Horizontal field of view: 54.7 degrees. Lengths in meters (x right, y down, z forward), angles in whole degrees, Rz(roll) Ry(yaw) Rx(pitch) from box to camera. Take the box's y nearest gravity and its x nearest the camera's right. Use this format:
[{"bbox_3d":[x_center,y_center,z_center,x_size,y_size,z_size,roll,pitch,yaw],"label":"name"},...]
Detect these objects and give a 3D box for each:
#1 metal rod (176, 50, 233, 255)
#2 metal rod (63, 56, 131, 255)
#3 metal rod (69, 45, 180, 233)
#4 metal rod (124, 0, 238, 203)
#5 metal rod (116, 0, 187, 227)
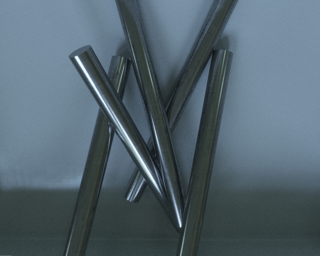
[{"bbox_3d":[0.051,0.054,0.377,0.025,0.025,0.298,10,89,-4],"label":"metal rod"},{"bbox_3d":[-0.081,0.060,0.372,0.025,0.025,0.298,13,86,-5],"label":"metal rod"},{"bbox_3d":[-0.023,0.036,0.389,0.025,0.025,0.299,-22,122,8],"label":"metal rod"},{"bbox_3d":[0.020,-0.028,0.401,0.025,0.025,0.298,23,108,-9],"label":"metal rod"},{"bbox_3d":[-0.005,-0.017,0.382,0.025,0.025,0.298,-14,101,4],"label":"metal rod"}]
